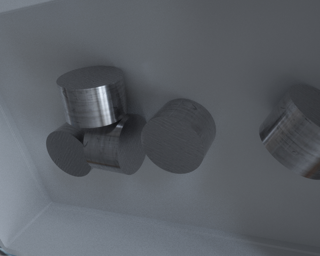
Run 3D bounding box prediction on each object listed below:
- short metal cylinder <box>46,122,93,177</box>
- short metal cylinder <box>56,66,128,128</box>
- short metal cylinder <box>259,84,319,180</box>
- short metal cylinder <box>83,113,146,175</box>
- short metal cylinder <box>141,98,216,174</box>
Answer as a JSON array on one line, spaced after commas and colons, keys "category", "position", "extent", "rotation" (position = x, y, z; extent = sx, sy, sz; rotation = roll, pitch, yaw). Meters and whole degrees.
[{"category": "short metal cylinder", "position": [-0.124, 0.027, 0.472], "extent": [0.080, 0.050, 0.079], "rotation": [13, 124, 20]}, {"category": "short metal cylinder", "position": [-0.083, -0.041, 0.390], "extent": [0.080, 0.080, 0.050], "rotation": [9, 122, 23]}, {"category": "short metal cylinder", "position": [0.145, 0.002, 0.298], "extent": [0.080, 0.080, 0.050], "rotation": [32, 128, 7]}, {"category": "short metal cylinder", "position": [-0.056, 0.019, 0.413], "extent": [0.050, 0.080, 0.079], "rotation": [7, 122, 24]}, {"category": "short metal cylinder", "position": [0.024, 0.010, 0.385], "extent": [0.080, 0.050, 0.079], "rotation": [13, 124, 20]}]
